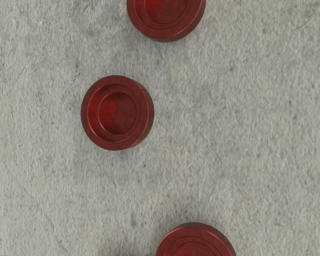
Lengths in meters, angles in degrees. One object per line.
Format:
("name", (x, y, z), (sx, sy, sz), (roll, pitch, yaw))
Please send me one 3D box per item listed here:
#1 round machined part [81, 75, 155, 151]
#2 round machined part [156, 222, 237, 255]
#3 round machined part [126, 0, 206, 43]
("round machined part", (-0.053, -0.020, 0.418), (0.098, 0.042, 0.097), (0, 90, 19))
("round machined part", (0.047, 0.165, 0.383), (0.098, 0.042, 0.097), (0, 90, 19))
("round machined part", (0.011, -0.158, 0.396), (0.098, 0.042, 0.097), (0, 90, 19))
